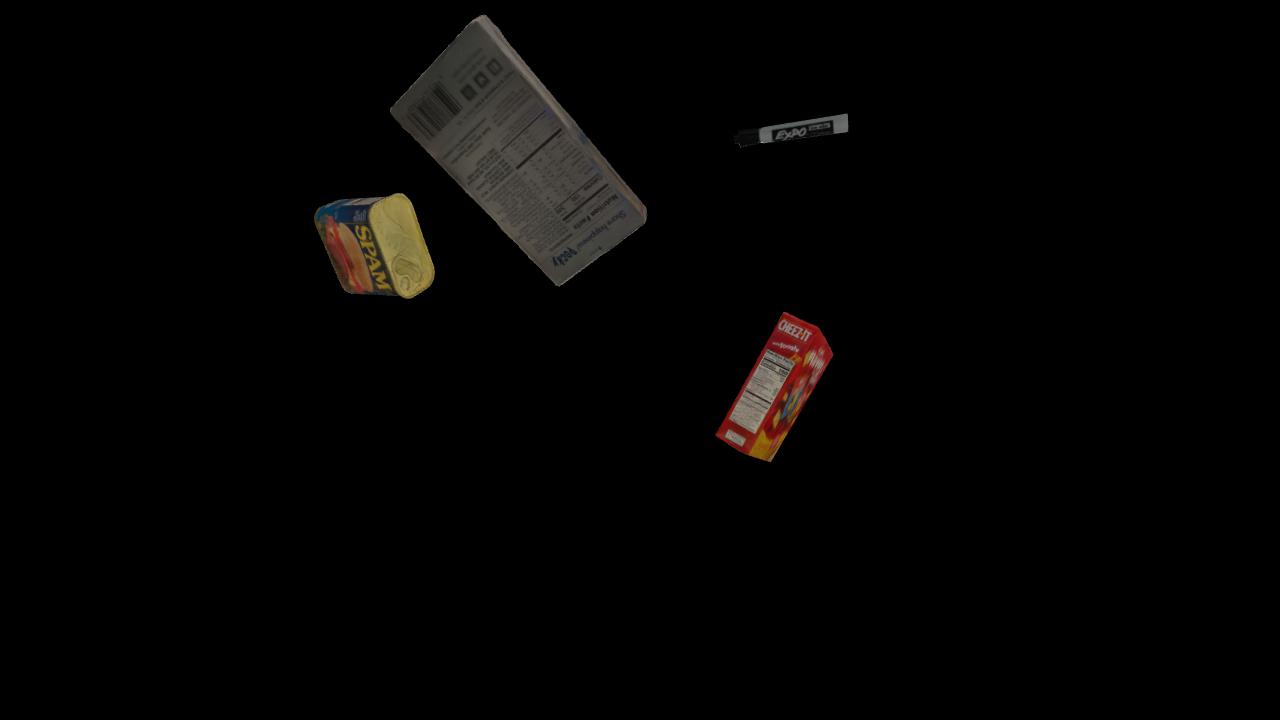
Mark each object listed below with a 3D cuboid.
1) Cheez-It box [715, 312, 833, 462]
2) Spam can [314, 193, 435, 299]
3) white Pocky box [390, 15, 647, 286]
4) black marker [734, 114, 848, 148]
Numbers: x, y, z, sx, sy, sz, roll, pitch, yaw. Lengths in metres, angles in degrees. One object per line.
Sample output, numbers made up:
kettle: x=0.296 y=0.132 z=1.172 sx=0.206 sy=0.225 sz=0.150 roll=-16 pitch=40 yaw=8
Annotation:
Cheez-It box: x=0.223 y=0.051 z=0.998 sx=0.071 sy=0.223 sz=0.166 roll=30 pitch=1 yaw=27
Spam can: x=-0.273 y=-0.117 z=0.633 sx=0.085 sy=0.101 sz=0.058 roll=5 pitch=32 yaw=26
white Pocky box: x=-0.074 y=-0.127 z=0.398 sx=0.084 sy=0.154 sz=0.028 roll=-32 pitch=28 yaw=24
black marker: x=0.163 y=-0.250 z=0.671 sx=0.121 sy=0.020 sz=0.020 roll=-2 pitch=-1 yaw=18
